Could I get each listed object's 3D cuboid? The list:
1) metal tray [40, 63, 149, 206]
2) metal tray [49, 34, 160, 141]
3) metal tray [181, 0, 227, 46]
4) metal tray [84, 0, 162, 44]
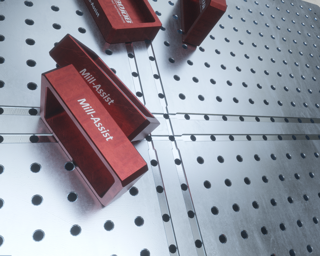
[{"bbox_3d":[-0.074,0.011,0.318,0.030,0.090,0.130,-32,80,-32],"label":"metal tray"},{"bbox_3d":[-0.059,-0.043,0.363,0.030,0.090,0.130,-43,85,5],"label":"metal tray"},{"bbox_3d":[0.071,-0.219,0.537,0.030,0.090,0.130,13,56,-21],"label":"metal tray"},{"bbox_3d":[-0.065,-0.196,0.488,0.091,0.030,0.130,-17,71,-35],"label":"metal tray"}]
